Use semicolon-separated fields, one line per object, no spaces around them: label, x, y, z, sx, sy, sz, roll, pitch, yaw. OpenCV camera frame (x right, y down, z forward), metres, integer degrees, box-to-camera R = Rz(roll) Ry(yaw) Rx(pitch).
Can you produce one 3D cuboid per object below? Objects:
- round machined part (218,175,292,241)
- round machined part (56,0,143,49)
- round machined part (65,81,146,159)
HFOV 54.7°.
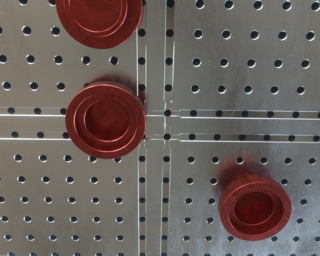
round machined part;0.133;0.110;0.447;0.099;0.042;0.097;0;110;-1
round machined part;-0.069;-0.139;0.352;0.099;0.042;0.097;0;110;-1
round machined part;-0.067;-0.012;0.399;0.099;0.042;0.097;0;110;-1
